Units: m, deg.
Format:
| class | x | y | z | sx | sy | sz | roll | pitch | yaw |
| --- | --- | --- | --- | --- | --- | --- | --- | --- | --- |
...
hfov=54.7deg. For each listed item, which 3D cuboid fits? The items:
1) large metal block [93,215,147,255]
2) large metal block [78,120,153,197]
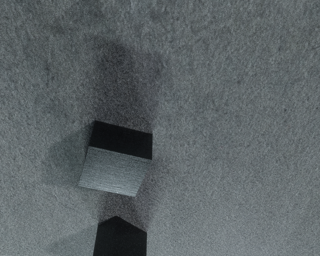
| class | x | y | z | sx | sy | sz | roll | pitch | yaw |
| --- | --- | --- | --- | --- | --- | --- | --- | --- | --- |
| large metal block | -0.070 | 0.218 | 0.556 | 0.050 | 0.080 | 0.080 | -35 | 122 | 25 |
| large metal block | -0.061 | 0.044 | 0.427 | 0.081 | 0.050 | 0.079 | 14 | 129 | -12 |
